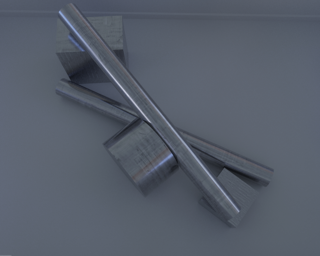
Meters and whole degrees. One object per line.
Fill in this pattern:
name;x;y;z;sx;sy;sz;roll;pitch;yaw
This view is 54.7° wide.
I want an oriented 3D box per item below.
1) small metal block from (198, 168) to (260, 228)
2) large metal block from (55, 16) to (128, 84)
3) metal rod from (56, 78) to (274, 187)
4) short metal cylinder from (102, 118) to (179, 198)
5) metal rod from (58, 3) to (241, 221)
small metal block;0.083;0.085;0.378;0.050;0.025;0.050;36;74;12
large metal block;-0.086;-0.102;0.416;0.081;0.080;0.050;-3;70;-2
metal rod;0.000;0.003;0.407;0.301;0.025;0.025;24;72;8
short metal cylinder;-0.023;0.034;0.365;0.050;0.080;0.080;-38;75;-13
metal rod;-0.014;-0.020;0.354;0.025;0.025;0.300;-39;87;-13
